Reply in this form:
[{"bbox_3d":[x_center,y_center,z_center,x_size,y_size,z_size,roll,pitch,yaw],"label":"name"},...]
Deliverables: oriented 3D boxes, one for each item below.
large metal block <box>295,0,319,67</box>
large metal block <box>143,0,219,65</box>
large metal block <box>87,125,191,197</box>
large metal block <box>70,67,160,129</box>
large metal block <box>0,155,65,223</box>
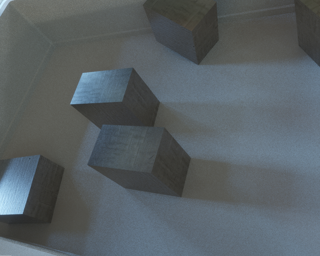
[{"bbox_3d":[0.202,-0.124,0.341,0.080,0.080,0.050,-29,52,9],"label":"large metal block"},{"bbox_3d":[0.032,-0.145,0.429,0.080,0.080,0.050,36,82,21],"label":"large metal block"},{"bbox_3d":[-0.020,0.038,0.356,0.080,0.080,0.050,3,63,29],"label":"large metal block"},{"bbox_3d":[-0.058,-0.034,0.420,0.080,0.080,0.050,0,62,28],"label":"large metal block"},{"bbox_3d":[-0.191,0.088,0.434,0.080,0.050,0.080,-8,58,23],"label":"large metal block"}]
